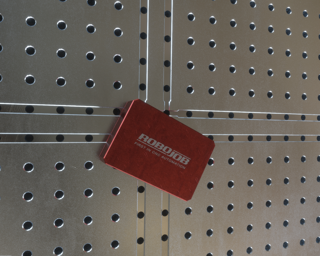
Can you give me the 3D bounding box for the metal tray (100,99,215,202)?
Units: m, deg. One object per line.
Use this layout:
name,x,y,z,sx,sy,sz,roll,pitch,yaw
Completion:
metal tray,-0.001,0.030,0.411,0.131,0.030,0.090,29,80,-18
